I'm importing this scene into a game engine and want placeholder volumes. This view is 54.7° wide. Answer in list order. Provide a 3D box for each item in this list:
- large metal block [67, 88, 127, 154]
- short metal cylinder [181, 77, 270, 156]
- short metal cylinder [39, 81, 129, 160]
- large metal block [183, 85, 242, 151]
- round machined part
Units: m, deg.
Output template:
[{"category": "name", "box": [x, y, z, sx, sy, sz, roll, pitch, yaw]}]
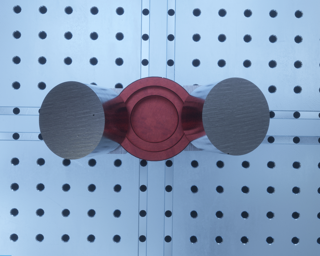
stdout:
[{"category": "large metal block", "box": [-0.081, -0.009, 0.400, 0.081, 0.050, 0.080, 1, 90, 0]}, {"category": "short metal cylinder", "box": [0.070, -0.012, 0.338, 0.081, 0.050, 0.080, 0, 90, -20]}, {"category": "short metal cylinder", "box": [-0.082, -0.008, 0.337, 0.080, 0.050, 0.079, 0, 91, 21]}, {"category": "large metal block", "box": [0.069, -0.013, 0.401, 0.081, 0.050, 0.080, -1, 90, 0]}, {"category": "round machined part", "box": [-0.006, -0.011, 0.375, 0.099, 0.042, 0.097, 0, 90, 0]}]
